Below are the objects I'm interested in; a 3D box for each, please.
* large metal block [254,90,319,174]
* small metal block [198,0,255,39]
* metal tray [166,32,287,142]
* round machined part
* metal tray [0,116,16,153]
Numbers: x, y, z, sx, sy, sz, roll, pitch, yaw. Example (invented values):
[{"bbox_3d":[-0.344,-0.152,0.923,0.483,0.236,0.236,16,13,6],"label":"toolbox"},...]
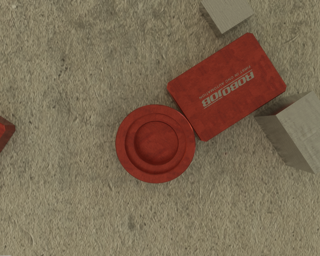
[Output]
[{"bbox_3d":[0.172,0.005,0.385,0.050,0.080,0.080,-34,90,0],"label":"large metal block"},{"bbox_3d":[0.087,-0.156,0.411,0.050,0.025,0.050,-33,90,0],"label":"small metal block"},{"bbox_3d":[0.085,-0.052,0.409,0.130,0.030,0.090,-33,90,-1],"label":"metal tray"},{"bbox_3d":[-0.005,0.018,0.399,0.099,0.042,0.097,0,93,3],"label":"round machined part"},{"bbox_3d":[-0.266,0.028,0.403,0.090,0.030,0.130,34,90,-1],"label":"metal tray"}]
